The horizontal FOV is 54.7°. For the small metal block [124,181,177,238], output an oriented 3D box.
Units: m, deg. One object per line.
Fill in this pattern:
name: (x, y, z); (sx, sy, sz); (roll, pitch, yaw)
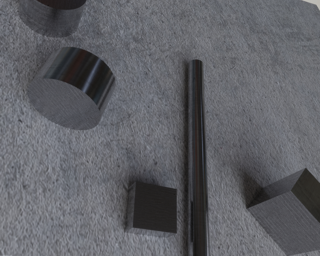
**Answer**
small metal block: (-0.009, 0.091, 0.344); (0.050, 0.025, 0.050); (15, 56, -20)

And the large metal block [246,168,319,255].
large metal block: (0.176, 0.110, 0.399); (0.080, 0.080, 0.050); (50, 51, 6)

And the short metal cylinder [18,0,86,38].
short metal cylinder: (-0.144, -0.169, 0.414); (0.081, 0.050, 0.080); (14, 56, -21)

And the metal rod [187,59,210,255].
metal rod: (0.050, 0.024, 0.417); (0.025, 0.025, 0.300); (17, 55, -19)

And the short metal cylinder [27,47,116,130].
short metal cylinder: (-0.096, -0.042, 0.343); (0.080, 0.080, 0.050); (26, 53, -13)
